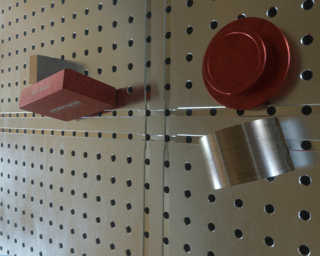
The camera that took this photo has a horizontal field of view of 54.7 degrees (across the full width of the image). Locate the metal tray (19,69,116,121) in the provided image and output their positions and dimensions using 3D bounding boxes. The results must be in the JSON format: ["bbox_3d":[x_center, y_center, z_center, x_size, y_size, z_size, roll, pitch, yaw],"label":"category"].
[{"bbox_3d":[-0.144,-0.046,0.479,0.130,0.090,0.030,-12,69,39],"label":"metal tray"}]

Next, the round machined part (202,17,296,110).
[{"bbox_3d":[0.086,-0.068,0.327,0.098,0.042,0.097,0,90,39],"label":"round machined part"}]

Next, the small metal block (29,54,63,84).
[{"bbox_3d":[-0.205,-0.102,0.559,0.025,0.050,0.050,4,93,40],"label":"small metal block"}]

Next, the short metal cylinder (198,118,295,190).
[{"bbox_3d":[0.083,0.026,0.304,0.080,0.081,0.050,-22,76,37],"label":"short metal cylinder"}]
